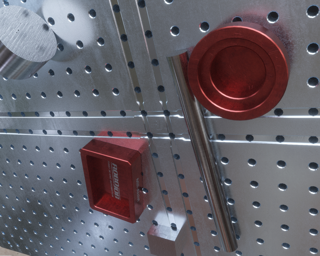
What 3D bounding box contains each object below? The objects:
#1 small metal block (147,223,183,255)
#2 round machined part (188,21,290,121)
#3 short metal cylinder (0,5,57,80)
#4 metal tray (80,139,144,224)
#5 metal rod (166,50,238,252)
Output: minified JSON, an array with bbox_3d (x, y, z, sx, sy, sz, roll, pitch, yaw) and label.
[{"bbox_3d":[0.009,0.194,0.527,0.050,0.025,0.050,7,122,24],"label":"small metal block"},{"bbox_3d":[0.082,-0.060,0.320,0.098,0.042,0.097,13,124,21],"label":"round machined part"},{"bbox_3d":[-0.185,-0.110,0.405,0.050,0.080,0.080,-27,104,37],"label":"short metal cylinder"},{"bbox_3d":[-0.076,0.088,0.501,0.090,0.030,0.129,13,124,21],"label":"metal tray"},{"bbox_3d":[0.062,0.046,0.407,0.025,0.025,0.298,-4,117,30],"label":"metal rod"}]
